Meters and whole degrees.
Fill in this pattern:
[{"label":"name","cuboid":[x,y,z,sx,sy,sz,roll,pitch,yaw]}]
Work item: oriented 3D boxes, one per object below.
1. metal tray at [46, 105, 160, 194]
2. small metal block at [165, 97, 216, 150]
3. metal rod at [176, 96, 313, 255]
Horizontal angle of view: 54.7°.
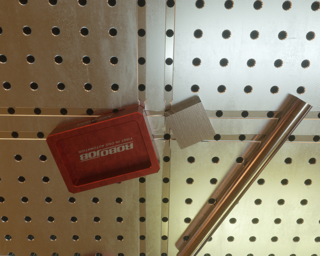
[{"label":"metal tray","cuboid":[-0.074,0.030,0.420,0.131,0.030,0.089,-15,110,5]},{"label":"small metal block","cuboid":[0.040,-0.006,0.412,0.050,0.025,0.050,-24,109,8]},{"label":"metal rod","cuboid":[0.112,0.086,0.446,0.025,0.025,0.298,29,107,-11]}]
